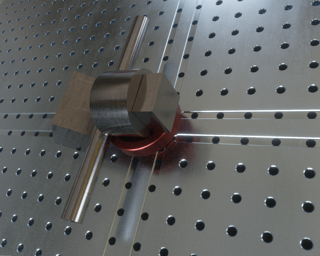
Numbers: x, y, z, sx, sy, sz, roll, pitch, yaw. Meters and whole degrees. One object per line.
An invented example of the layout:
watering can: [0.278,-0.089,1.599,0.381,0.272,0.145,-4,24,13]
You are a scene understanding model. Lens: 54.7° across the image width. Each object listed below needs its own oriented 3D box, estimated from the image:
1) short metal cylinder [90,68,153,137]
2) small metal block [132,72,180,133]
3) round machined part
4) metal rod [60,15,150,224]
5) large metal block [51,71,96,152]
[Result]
short metal cylinder: [-0.038,-0.029,0.371,0.050,0.080,0.080,1,62,28]
small metal block: [-0.003,-0.028,0.355,0.025,0.050,0.050,1,63,28]
round machined part: [-0.017,-0.007,0.408,0.098,0.042,0.098,-13,56,20]
metal rod: [-0.062,-0.029,0.404,0.025,0.025,0.300,1,62,28]
large metal block: [-0.110,-0.019,0.433,0.050,0.080,0.080,19,65,-9]
